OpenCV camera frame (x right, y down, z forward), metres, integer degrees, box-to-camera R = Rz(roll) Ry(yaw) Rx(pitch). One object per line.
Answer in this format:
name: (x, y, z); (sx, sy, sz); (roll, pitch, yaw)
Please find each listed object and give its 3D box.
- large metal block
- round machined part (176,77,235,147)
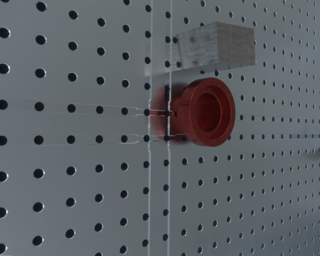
large metal block: (0.076, -0.110, 0.436); (0.081, 0.080, 0.050); (-7, 95, -40)
round machined part: (0.063, -0.022, 0.450); (0.099, 0.042, 0.097); (0, 90, -40)
